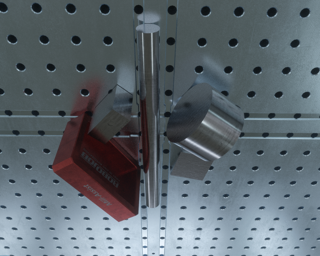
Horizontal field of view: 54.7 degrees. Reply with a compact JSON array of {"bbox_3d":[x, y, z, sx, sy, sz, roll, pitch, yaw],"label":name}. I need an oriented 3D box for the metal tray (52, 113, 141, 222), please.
[{"bbox_3d":[-0.076,0.054,0.413,0.030,0.090,0.130,-26,126,20],"label":"metal tray"}]

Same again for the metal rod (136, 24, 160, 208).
[{"bbox_3d":[-0.013,0.010,0.419,0.025,0.025,0.298,0,130,0],"label":"metal rod"}]

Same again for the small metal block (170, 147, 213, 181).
[{"bbox_3d":[0.046,0.048,0.454,0.050,0.025,0.050,12,129,-10],"label":"small metal block"}]

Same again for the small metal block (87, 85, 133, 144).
[{"bbox_3d":[-0.060,-0.017,0.379,0.025,0.050,0.050,34,122,-26],"label":"small metal block"}]

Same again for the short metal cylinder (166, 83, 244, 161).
[{"bbox_3d":[0.052,-0.007,0.370,0.050,0.080,0.080,31,123,-24],"label":"short metal cylinder"}]
